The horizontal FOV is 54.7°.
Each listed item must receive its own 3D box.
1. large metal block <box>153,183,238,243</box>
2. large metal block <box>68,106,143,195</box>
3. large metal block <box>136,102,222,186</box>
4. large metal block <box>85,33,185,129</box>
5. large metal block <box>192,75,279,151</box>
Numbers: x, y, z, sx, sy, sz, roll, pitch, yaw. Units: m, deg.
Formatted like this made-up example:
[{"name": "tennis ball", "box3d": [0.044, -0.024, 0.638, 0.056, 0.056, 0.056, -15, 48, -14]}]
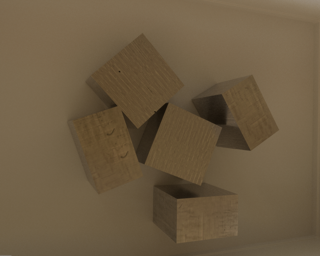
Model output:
[{"name": "large metal block", "box3d": [0.043, 0.104, 0.398, 0.081, 0.080, 0.050, 1, 90, -20]}, {"name": "large metal block", "box3d": [-0.066, 0.022, 0.356, 0.050, 0.080, 0.080, -20, 97, -19]}, {"name": "large metal block", "box3d": [0.022, 0.021, 0.405, 0.080, 0.050, 0.080, 24, 82, -19]}, {"name": "large metal block", "box3d": [-0.032, -0.055, 0.384, 0.080, 0.050, 0.080, -44, 104, -15]}, {"name": "large metal block", "box3d": [0.099, -0.019, 0.417, 0.050, 0.080, 0.080, -33, 101, -17]}]
